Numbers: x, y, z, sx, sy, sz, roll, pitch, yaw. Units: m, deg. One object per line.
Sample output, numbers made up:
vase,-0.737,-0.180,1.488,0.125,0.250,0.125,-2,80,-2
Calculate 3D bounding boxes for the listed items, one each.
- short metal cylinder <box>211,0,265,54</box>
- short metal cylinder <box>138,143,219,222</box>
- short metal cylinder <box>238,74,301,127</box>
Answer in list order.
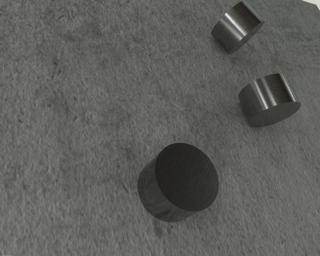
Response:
short metal cylinder,0.139,-0.179,0.555,0.050,0.080,0.081,49,51,6
short metal cylinder,0.021,0.064,0.361,0.081,0.050,0.080,14,56,-21
short metal cylinder,0.171,-0.042,0.489,0.081,0.080,0.050,-2,63,-29
